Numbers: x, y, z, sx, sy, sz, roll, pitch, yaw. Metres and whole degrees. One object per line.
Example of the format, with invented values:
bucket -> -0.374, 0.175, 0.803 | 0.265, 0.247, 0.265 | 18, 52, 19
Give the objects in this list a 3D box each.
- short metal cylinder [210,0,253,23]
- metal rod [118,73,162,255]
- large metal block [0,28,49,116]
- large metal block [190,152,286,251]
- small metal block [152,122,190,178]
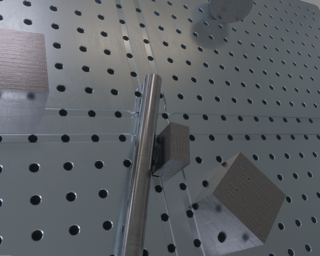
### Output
short metal cylinder -> 0.137, -0.253, 0.601 | 0.081, 0.080, 0.050 | 18, 55, -18
metal rod -> -0.022, 0.054, 0.362 | 0.025, 0.025, 0.300 | 18, 55, -18
large metal block -> -0.170, -0.061, 0.338 | 0.081, 0.050, 0.080 | 0, 62, -28
large metal block -> 0.099, 0.091, 0.390 | 0.080, 0.050, 0.080 | 44, 51, 2
small metal block -> 0.013, 0.028, 0.382 | 0.025, 0.050, 0.050 | 15, 56, -20
